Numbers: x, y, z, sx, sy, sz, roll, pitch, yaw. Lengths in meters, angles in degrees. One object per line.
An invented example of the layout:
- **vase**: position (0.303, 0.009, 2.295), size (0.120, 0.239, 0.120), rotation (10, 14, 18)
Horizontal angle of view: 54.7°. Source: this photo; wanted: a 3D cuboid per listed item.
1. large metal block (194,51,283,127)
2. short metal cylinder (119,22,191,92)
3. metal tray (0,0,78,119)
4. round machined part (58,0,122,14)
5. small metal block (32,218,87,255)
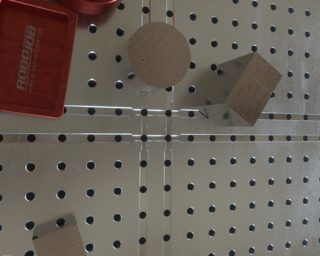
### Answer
- **large metal block**: position (0.104, -0.049, 0.421), size (0.050, 0.080, 0.080), rotation (36, 79, -17)
- **short metal cylinder**: position (-0.008, -0.088, 0.396), size (0.081, 0.050, 0.080), rotation (0, 90, -20)
- **metal tray**: position (-0.150, -0.080, 0.354), size (0.091, 0.030, 0.129), rotation (9, 87, -20)
- **round machined part**: position (-0.082, -0.185, 0.357), size (0.099, 0.042, 0.098), rotation (9, 68, -22)
- **small metal block**: position (-0.118, 0.143, 0.369), size (0.050, 0.025, 0.050), rotation (-17, 96, -19)
